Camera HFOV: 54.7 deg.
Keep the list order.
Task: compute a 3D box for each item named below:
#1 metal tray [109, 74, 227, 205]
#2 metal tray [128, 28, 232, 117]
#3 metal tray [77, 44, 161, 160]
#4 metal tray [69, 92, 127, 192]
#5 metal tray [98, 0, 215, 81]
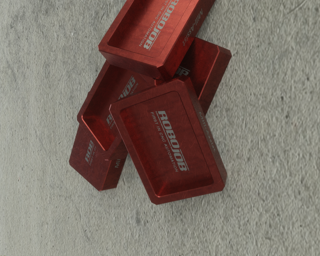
[{"bbox_3d":[0.011,0.016,0.348,0.090,0.030,0.129,-18,103,22],"label":"metal tray"},{"bbox_3d":[0.014,-0.076,0.390,0.130,0.030,0.089,34,110,34],"label":"metal tray"},{"bbox_3d":[-0.052,-0.033,0.405,0.090,0.030,0.129,49,118,28],"label":"metal tray"},{"bbox_3d":[-0.088,0.018,0.472,0.090,0.030,0.129,31,109,35],"label":"metal tray"},{"bbox_3d":[-0.001,-0.125,0.358,0.090,0.030,0.130,22,76,27],"label":"metal tray"}]
